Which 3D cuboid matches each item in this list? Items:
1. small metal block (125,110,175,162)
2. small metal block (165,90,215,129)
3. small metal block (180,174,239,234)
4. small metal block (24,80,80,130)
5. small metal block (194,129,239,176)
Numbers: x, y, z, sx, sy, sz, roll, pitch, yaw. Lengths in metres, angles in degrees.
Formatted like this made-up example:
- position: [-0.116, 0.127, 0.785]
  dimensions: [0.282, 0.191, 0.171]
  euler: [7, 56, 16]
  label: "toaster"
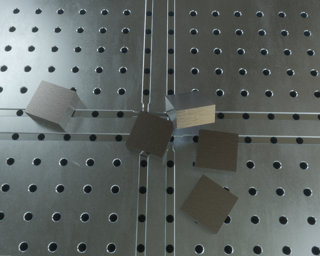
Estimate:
- position: [-0.011, 0.011, 0.408]
  dimensions: [0.050, 0.025, 0.050]
  euler: [20, 71, 7]
  label: "small metal block"
- position: [0.038, -0.025, 0.404]
  dimensions: [0.050, 0.025, 0.050]
  euler: [-10, 30, -12]
  label: "small metal block"
- position: [0.059, 0.093, 0.378]
  dimensions: [0.050, 0.025, 0.050]
  euler: [33, 73, 11]
  label: "small metal block"
- position: [-0.146, -0.031, 0.422]
  dimensions: [0.050, 0.025, 0.050]
  euler: [19, 71, 7]
  label: "small metal block"
- position: [0.072, 0.032, 0.401]
  dimensions: [0.050, 0.025, 0.050]
  euler: [8, 70, 3]
  label: "small metal block"
